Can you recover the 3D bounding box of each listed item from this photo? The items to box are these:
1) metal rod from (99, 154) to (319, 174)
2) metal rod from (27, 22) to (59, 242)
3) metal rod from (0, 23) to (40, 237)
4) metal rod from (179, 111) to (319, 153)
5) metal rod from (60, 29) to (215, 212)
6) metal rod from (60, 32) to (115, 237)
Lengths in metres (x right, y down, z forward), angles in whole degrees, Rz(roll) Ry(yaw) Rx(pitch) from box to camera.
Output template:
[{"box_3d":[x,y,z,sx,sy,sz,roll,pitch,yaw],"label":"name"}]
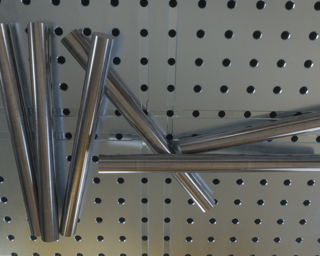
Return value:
[{"box_3d":[0.073,0.047,0.411,0.302,0.025,0.025,1,110,-8],"label":"metal rod"},{"box_3d":[-0.152,0.018,0.410,0.025,0.025,0.298,3,107,-1],"label":"metal rod"},{"box_3d":[-0.186,0.016,0.417,0.025,0.025,0.298,-2,110,0],"label":"metal rod"},{"box_3d":[0.176,-0.002,0.413,0.301,0.025,0.025,-12,110,4],"label":"metal rod"},{"box_3d":[-0.019,0.001,0.413,0.025,0.025,0.300,-35,107,12],"label":"metal rod"},{"box_3d":[-0.101,0.027,0.405,0.025,0.025,0.298,14,116,-5],"label":"metal rod"}]
